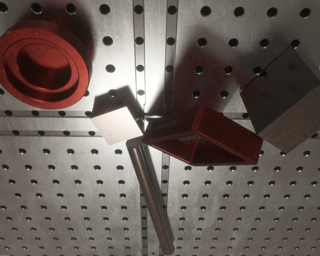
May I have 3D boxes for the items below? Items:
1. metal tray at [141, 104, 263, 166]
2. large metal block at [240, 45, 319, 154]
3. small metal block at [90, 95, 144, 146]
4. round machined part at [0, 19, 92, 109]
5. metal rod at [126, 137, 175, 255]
[{"bbox_3d":[0.045,0.015,0.375,0.090,0.030,0.130,27,161,-22],"label":"metal tray"},{"bbox_3d":[0.146,-0.032,0.349,0.050,0.080,0.080,29,123,-24],"label":"large metal block"},{"bbox_3d":[-0.054,-0.009,0.403,0.050,0.025,0.050,-17,128,14],"label":"small metal block"},{"bbox_3d":[-0.123,-0.071,0.338,0.099,0.042,0.097,0,131,0],"label":"round machined part"},{"bbox_3d":[-0.009,0.131,0.523,0.025,0.025,0.298,-8,130,6],"label":"metal rod"}]
